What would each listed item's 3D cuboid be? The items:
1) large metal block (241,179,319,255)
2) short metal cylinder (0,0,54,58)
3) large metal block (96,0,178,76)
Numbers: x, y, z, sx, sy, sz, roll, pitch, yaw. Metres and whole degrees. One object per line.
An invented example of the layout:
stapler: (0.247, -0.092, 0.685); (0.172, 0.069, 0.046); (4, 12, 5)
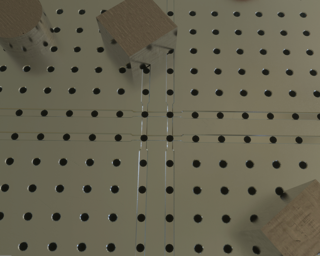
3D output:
large metal block: (0.146, 0.108, 0.344); (0.080, 0.080, 0.050); (-37, 74, -12)
short metal cylinder: (-0.203, -0.150, 0.452); (0.081, 0.050, 0.080); (0, 70, 0)
large metal block: (-0.032, -0.137, 0.448); (0.080, 0.050, 0.080); (-35, 74, -12)
